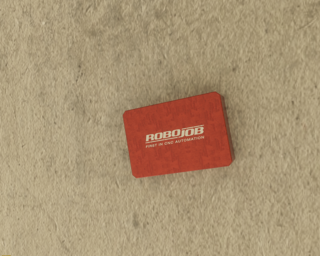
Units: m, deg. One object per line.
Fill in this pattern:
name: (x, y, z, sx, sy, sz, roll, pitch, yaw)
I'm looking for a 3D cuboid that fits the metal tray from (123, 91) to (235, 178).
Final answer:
metal tray: (0.022, 0.011, 0.399, 0.130, 0.030, 0.090, -11, 86, 19)
